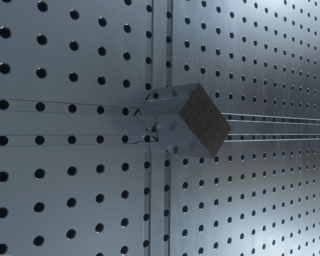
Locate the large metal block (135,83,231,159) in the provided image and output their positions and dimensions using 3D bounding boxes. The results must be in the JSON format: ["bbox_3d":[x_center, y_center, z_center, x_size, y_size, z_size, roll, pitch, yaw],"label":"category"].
[{"bbox_3d":[0.030,-0.008,0.397,0.080,0.080,0.050,49,61,-29],"label":"large metal block"}]
